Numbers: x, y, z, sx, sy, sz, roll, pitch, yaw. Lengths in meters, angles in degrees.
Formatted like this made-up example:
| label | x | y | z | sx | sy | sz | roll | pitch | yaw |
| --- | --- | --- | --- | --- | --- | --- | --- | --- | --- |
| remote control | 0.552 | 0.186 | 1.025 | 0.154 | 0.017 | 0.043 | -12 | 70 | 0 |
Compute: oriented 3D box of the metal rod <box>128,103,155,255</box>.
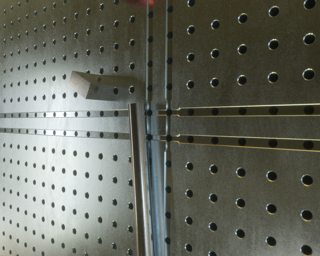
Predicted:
| label | x | y | z | sx | sy | sz | roll | pitch | yaw |
| --- | --- | --- | --- | --- | --- | --- | --- | --- | --- |
| metal rod | -0.023 | 0.115 | 0.428 | 0.025 | 0.025 | 0.298 | -6 | 86 | 40 |

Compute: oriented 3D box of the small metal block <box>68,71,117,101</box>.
| label | x | y | z | sx | sy | sz | roll | pitch | yaw |
| --- | --- | --- | --- | --- | --- | --- | --- | --- | --- |
| small metal block | -0.105 | -0.065 | 0.480 | 0.050 | 0.050 | 0.025 | 34 | 111 | 34 |
